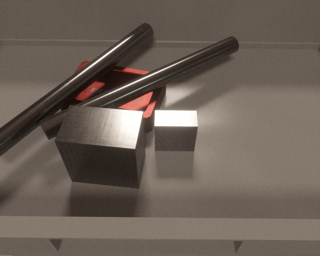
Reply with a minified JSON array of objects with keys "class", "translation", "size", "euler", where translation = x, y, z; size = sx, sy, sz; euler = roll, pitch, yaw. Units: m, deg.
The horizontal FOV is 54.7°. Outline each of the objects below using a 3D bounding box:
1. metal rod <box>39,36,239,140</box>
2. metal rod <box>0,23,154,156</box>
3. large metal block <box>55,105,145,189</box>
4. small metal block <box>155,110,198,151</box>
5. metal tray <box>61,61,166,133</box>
[{"class":"metal rod","translation":[-0.012,-0.063,0.417],"size":[0.302,0.025,0.025],"euler":[-28,56,-22]},{"class":"metal rod","translation":[-0.107,-0.063,0.416],"size":[0.025,0.025,0.301],"euler":[29,55,21]},{"class":"large metal block","translation":[-0.061,0.023,0.349],"size":[0.080,0.080,0.050],"euler":[5,50,4]},{"class":"small metal block","translation":[0.019,0.004,0.386],"size":[0.050,0.050,0.025],"euler":[1,50,0]},{"class":"metal tray","translation":[-0.064,-0.047,0.440],"size":[0.131,0.030,0.090],"euler":[11,51,9]}]
